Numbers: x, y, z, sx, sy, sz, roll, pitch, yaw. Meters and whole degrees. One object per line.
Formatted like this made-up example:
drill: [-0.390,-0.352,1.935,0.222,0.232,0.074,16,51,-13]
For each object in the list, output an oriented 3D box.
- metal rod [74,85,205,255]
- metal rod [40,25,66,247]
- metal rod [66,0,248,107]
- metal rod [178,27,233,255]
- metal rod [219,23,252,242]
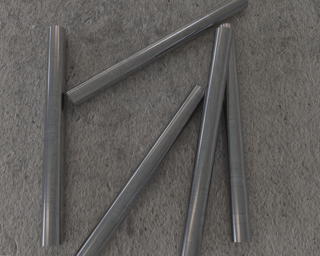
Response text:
metal rod: [-0.027,0.067,0.383,0.025,0.025,0.300,32,73,11]
metal rod: [-0.139,-0.004,0.408,0.025,0.025,0.299,-5,70,-2]
metal rod: [0.004,-0.118,0.451,0.301,0.025,0.025,-32,73,-11]
metal rod: [0.061,0.008,0.392,0.025,0.025,0.299,10,75,4]
metal rod: [0.096,-0.008,0.411,0.025,0.025,0.299,1,70,0]
